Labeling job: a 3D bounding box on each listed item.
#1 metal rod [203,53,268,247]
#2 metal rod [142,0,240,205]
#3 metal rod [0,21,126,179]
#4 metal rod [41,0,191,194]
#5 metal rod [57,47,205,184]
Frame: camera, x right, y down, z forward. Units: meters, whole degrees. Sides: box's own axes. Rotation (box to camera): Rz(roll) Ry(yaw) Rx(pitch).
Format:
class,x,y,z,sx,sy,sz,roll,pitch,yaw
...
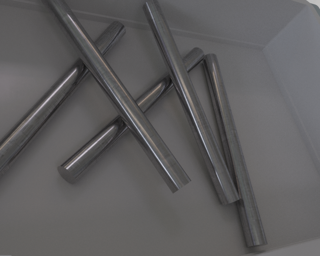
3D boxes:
class,x,y,z,sx,sy,sz,roll,pitch,yaw
metal rod,0.102,0.014,0.451,0.025,0.025,0.299,6,59,-25
metal rod,0.039,-0.042,0.425,0.025,0.025,0.299,-14,77,-34
metal rod,-0.117,-0.043,0.368,0.025,0.025,0.301,33,51,-7
metal rod,-0.060,-0.054,0.372,0.025,0.025,0.299,-27,77,-37
metal rod,-0.018,-0.036,0.417,0.025,0.025,0.301,42,51,1
